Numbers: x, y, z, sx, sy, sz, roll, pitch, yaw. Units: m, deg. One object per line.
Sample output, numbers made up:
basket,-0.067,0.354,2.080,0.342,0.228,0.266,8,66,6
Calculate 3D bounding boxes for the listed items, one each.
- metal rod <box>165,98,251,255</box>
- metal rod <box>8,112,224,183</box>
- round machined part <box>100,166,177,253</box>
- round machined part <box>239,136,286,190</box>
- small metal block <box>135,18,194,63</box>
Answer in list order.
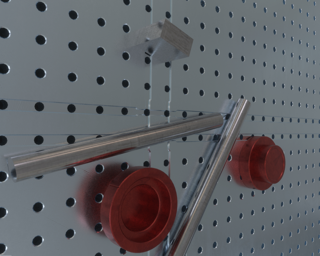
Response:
metal rod,0.075,0.079,0.472,0.025,0.025,0.300,44,64,-31
metal rod,-0.025,0.014,0.387,0.302,0.025,0.025,-13,98,-39
round machined part,-0.029,0.094,0.374,0.099,0.042,0.097,0,90,-40
round machined part,0.189,0.063,0.556,0.099,0.042,0.097,0,90,-40
small metal block,0.005,-0.110,0.397,0.050,0.050,0.025,24,75,-38
